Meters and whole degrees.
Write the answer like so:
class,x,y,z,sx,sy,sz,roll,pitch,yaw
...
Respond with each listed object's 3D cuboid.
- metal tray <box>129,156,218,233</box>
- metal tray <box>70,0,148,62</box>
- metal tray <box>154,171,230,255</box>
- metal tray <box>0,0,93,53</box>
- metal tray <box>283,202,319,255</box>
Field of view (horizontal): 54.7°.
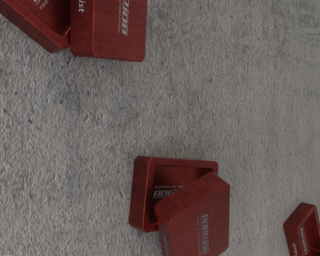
class,x,y,z,sx,sy,sz,roll,pitch,yaw
metal tray,0.023,0.086,0.420,0.131,0.030,0.089,8,85,-40
metal tray,-0.050,-0.138,0.326,0.091,0.030,0.129,-14,110,-59
metal tray,0.045,0.128,0.396,0.091,0.030,0.129,-25,127,-24
metal tray,-0.104,-0.153,0.313,0.090,0.030,0.130,40,66,-33
metal tray,0.310,0.238,0.660,0.091,0.030,0.129,-29,108,-36
